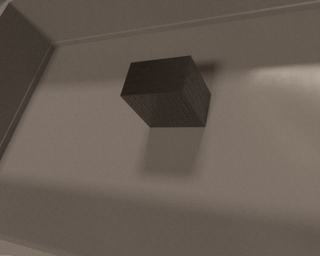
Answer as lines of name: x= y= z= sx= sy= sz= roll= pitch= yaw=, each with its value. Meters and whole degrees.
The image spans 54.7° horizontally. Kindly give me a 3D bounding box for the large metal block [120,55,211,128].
large metal block: x=0.011 y=-0.041 z=0.389 sx=0.080 sy=0.080 sz=0.050 roll=0 pitch=62 yaw=27
